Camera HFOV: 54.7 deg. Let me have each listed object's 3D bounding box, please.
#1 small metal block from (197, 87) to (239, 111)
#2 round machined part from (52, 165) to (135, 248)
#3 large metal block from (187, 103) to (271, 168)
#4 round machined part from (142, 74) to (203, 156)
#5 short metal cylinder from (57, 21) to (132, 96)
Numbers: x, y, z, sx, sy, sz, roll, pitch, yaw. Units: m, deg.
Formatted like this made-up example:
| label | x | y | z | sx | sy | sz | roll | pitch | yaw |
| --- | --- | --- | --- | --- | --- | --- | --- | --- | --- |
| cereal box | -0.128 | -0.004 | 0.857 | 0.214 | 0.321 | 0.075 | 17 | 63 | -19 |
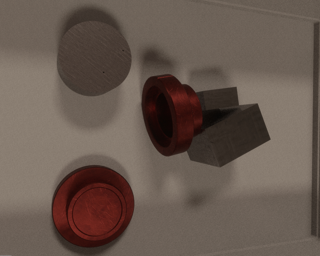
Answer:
| label | x | y | z | sx | sy | sz | roll | pitch | yaw |
| --- | --- | --- | --- | --- | --- | --- | --- | --- | --- |
| small metal block | 0.071 | -0.039 | 0.425 | 0.050 | 0.050 | 0.025 | -9 | 94 | -20 |
| round machined part | -0.078 | 0.096 | 0.374 | 0.099 | 0.042 | 0.097 | 0 | 90 | -21 |
| large metal block | 0.083 | 0.008 | 0.413 | 0.081 | 0.080 | 0.050 | -25 | 99 | -19 |
| round machined part | 0.016 | -0.018 | 0.379 | 0.042 | 0.098 | 0.097 | -13 | 95 | -23 |
| short metal cylinder | -0.079 | -0.080 | 0.368 | 0.081 | 0.050 | 0.079 | 0 | 90 | -21 |
